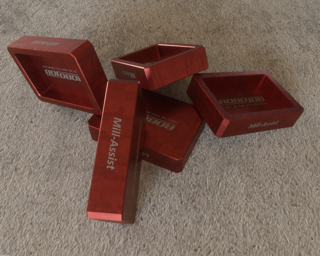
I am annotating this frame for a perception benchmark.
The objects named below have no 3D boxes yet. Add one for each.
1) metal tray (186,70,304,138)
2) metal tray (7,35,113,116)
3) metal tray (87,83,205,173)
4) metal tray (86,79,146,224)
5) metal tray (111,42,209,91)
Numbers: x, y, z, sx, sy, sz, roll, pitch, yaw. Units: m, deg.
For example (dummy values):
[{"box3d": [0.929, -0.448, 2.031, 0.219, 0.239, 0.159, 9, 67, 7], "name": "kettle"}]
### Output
[{"box3d": [0.112, -0.036, 0.412, 0.131, 0.030, 0.090, -7, 49, -26], "name": "metal tray"}, {"box3d": [-0.127, -0.069, 0.399, 0.130, 0.090, 0.030, 14, 50, 32], "name": "metal tray"}, {"box3d": [-0.015, -0.005, 0.405, 0.130, 0.030, 0.090, 20, 53, 15], "name": "metal tray"}, {"box3d": [-0.038, 0.028, 0.313, 0.030, 0.090, 0.130, 4, 71, 4], "name": "metal tray"}, {"box3d": [-0.005, -0.092, 0.440, 0.091, 0.030, 0.130, -25, 26, -20], "name": "metal tray"}]
